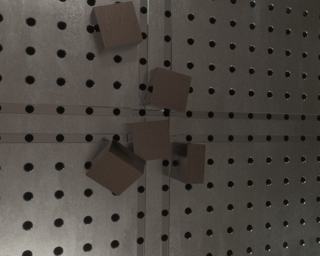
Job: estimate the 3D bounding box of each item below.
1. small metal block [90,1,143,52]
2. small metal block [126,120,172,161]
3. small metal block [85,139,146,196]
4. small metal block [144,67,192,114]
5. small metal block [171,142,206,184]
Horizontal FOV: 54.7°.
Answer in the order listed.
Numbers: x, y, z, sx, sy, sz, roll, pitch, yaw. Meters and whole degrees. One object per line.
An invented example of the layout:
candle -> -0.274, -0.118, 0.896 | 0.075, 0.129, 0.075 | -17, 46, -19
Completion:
small metal block -> -0.055, -0.128, 0.393 | 0.050, 0.025, 0.050 | -18, 96, -20
small metal block -> -0.015, 0.016, 0.408 | 0.050, 0.025, 0.050 | -6, 92, -20
small metal block -> -0.054, 0.049, 0.380 | 0.050, 0.025, 0.050 | 37, 118, -17
small metal block -> 0.011, -0.050, 0.418 | 0.050, 0.025, 0.050 | 12, 86, -20
small metal block -> 0.037, 0.045, 0.414 | 0.025, 0.050, 0.050 | 3, 89, -20
